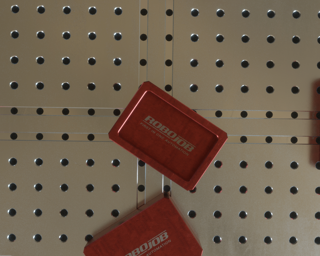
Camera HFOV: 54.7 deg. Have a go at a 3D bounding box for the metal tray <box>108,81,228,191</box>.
[{"bbox_3d":[0.010,0.010,0.410,0.130,0.030,0.090,34,90,-1],"label":"metal tray"}]

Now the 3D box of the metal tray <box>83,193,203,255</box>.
[{"bbox_3d":[-0.022,0.158,0.411,0.130,0.030,0.090,-32,90,-1],"label":"metal tray"}]
